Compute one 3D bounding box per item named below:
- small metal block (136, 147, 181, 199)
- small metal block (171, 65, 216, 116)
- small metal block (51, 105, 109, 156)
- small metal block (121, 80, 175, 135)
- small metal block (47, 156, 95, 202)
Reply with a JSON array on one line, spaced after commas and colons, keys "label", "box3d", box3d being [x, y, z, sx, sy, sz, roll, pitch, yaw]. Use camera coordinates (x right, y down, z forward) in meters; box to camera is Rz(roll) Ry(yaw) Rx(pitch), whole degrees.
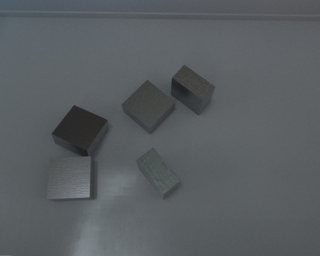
[{"label": "small metal block", "box3d": [-0.002, 0.056, 0.376, 0.025, 0.050, 0.050, -37, 74, -12]}, {"label": "small metal block", "box3d": [0.043, -0.049, 0.415, 0.050, 0.050, 0.025, 38, 75, 13]}, {"label": "small metal block", "box3d": [-0.102, 0.005, 0.402, 0.050, 0.025, 0.050, 24, 59, 8]}, {"label": "small metal block", "box3d": [-0.015, -0.028, 0.420, 0.050, 0.025, 0.050, 40, 75, 13]}, {"label": "small metal block", "box3d": [-0.109, 0.064, 0.385, 0.050, 0.025, 0.050, -3, 70, -1]}]
